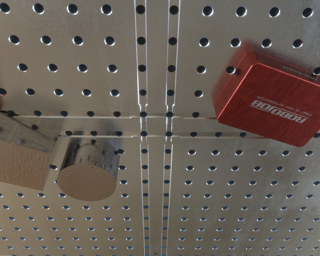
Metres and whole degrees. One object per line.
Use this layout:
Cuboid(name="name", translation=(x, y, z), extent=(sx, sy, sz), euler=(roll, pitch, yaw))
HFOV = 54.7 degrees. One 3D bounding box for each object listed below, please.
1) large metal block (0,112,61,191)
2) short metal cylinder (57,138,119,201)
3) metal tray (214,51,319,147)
Cuboid(name="large metal block", translation=(-0.188, 0.034, 0.422), extent=(0.081, 0.050, 0.079), euler=(16, 128, -14))
Cuboid(name="short metal cylinder", translation=(-0.101, 0.061, 0.446), extent=(0.081, 0.050, 0.079), euler=(0, 130, 0))
Cuboid(name="metal tray", translation=(0.145, -0.031, 0.383), extent=(0.131, 0.030, 0.089), euler=(16, 128, -14))
